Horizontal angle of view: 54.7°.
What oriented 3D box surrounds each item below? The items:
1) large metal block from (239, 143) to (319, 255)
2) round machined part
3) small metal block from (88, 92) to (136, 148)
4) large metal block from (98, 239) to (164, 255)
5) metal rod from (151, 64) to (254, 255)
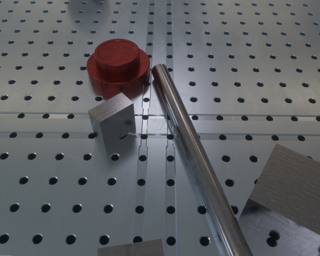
[{"bbox_3d":[0.142,0.075,0.329,0.080,0.050,0.080,26,55,20],"label":"large metal block"},{"bbox_3d":[-0.065,-0.102,0.482,0.099,0.042,0.098,0,50,0],"label":"round machined part"},{"bbox_3d":[-0.060,-0.010,0.399,0.050,0.050,0.025,-33,58,-25],"label":"small metal block"},{"bbox_3d":[-0.018,0.146,0.249,0.050,0.080,0.080,-7,50,-6],"label":"large metal block"},{"bbox_3d":[0.039,0.020,0.390,0.025,0.025,0.300,-12,51,-10],"label":"metal rod"}]
